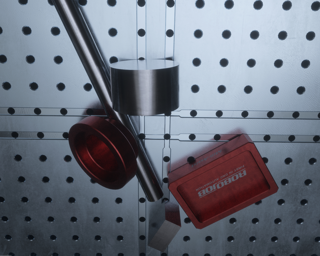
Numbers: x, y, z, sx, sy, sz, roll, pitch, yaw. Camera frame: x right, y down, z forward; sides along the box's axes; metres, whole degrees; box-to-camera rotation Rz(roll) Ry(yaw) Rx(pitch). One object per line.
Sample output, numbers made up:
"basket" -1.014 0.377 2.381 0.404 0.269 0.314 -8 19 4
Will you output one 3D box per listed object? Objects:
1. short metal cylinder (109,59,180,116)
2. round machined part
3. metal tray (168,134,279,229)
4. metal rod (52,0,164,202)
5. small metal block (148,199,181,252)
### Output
"short metal cylinder" -0.017 -0.050 0.365 0.081 0.080 0.050 -1 110 0
"round machined part" -0.067 0.027 0.396 0.098 0.042 0.097 22 132 28
"metal tray" 0.088 0.078 0.440 0.130 0.030 0.090 -30 108 10
"metal rod" -0.061 -0.031 0.401 0.025 0.025 0.299 -21 109 7
"small metal block" 0.006 0.142 0.453 0.025 0.050 0.050 28 108 -10
